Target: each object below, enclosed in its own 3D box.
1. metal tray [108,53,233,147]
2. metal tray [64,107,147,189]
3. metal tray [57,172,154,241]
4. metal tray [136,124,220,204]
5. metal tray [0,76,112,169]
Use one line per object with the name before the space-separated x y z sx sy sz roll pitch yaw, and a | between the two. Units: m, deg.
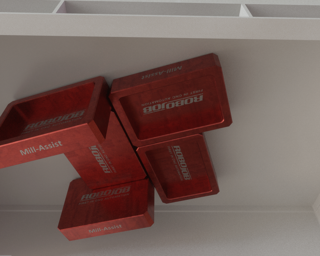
metal tray | 0.015 -0.030 0.378 0.131 0.030 0.090 -13 129 10
metal tray | -0.080 0.026 0.423 0.090 0.030 0.129 -14 129 11
metal tray | -0.075 0.107 0.453 0.131 0.090 0.030 -13 129 10
metal tray | 0.029 0.054 0.450 0.090 0.030 0.129 -14 129 11
metal tray | -0.123 -0.008 0.353 0.130 0.090 0.030 -14 129 11
